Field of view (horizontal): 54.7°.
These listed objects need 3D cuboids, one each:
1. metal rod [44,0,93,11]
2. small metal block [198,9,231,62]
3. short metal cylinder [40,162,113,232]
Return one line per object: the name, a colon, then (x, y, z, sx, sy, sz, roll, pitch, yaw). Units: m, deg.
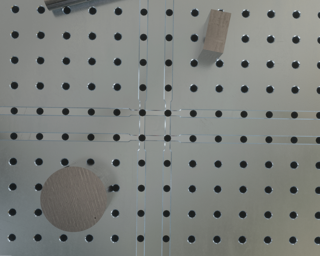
metal rod: (-0.005, -0.207, 0.413, 0.302, 0.025, 0.025, -15, 90, -1)
small metal block: (0.070, -0.118, 0.402, 0.025, 0.050, 0.050, 12, 90, 0)
short metal cylinder: (-0.105, 0.086, 0.400, 0.081, 0.050, 0.079, 0, 90, -1)
